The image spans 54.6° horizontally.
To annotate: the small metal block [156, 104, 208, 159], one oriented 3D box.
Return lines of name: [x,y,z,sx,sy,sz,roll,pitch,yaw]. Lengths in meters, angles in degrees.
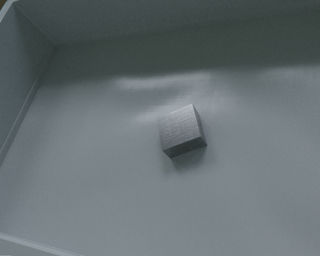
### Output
small metal block: [0.027,0.004,0.390,0.050,0.025,0.050,-21,54,15]
